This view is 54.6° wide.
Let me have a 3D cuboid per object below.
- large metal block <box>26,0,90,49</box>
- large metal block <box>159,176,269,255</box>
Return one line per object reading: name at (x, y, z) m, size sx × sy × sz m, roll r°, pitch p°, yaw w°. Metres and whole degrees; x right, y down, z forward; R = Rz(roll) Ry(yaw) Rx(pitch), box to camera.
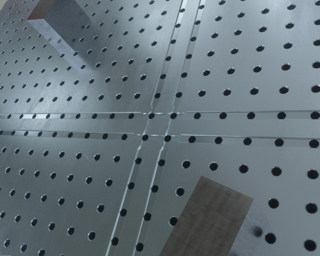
large metal block at (-0.197, -0.214, 0.609) m, size 0.050 × 0.080 × 0.080 m, roll 9°, pitch 66°, yaw 32°
large metal block at (0.053, 0.102, 0.283) m, size 0.050 × 0.080 × 0.080 m, roll 20°, pitch 72°, yaw 36°
